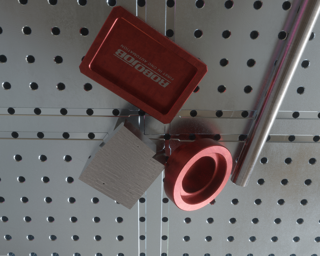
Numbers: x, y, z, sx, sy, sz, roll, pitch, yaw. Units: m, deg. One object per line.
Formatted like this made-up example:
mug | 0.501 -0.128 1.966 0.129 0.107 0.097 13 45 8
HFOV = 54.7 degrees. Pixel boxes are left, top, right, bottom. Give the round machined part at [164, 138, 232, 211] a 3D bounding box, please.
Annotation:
round machined part | 0.045 0.057 0.410 0.099 0.042 0.097 -18 124 -29

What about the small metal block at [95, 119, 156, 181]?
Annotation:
small metal block | -0.040 0.026 0.369 0.050 0.025 0.050 42 104 -14

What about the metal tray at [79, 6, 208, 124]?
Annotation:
metal tray | -0.019 -0.075 0.382 0.130 0.030 0.090 32 107 -12

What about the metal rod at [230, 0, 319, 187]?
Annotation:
metal rod | 0.152 -0.058 0.394 0.025 0.025 0.298 14 109 -6

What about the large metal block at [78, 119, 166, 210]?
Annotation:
large metal block | -0.049 0.048 0.417 0.080 0.050 0.080 35 106 -12
